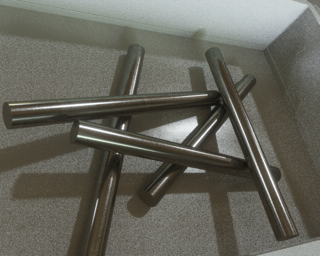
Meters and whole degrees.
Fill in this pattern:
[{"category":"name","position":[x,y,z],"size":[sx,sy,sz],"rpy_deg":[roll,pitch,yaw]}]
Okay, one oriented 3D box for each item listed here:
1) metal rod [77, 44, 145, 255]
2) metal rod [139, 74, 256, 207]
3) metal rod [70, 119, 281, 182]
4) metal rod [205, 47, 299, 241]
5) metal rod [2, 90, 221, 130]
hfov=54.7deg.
[{"category":"metal rod","position":[-0.051,0.009,0.372],"size":[0.025,0.025,0.300],"rpy_deg":[19,54,-17]},{"category":"metal rod","position":[0.071,-0.001,0.444],"size":[0.025,0.025,0.302],"rpy_deg":[44,51,2]},{"category":"metal rod","position":[0.043,0.036,0.374],"size":[0.302,0.025,0.025],"rpy_deg":[15,55,-32]},{"category":"metal rod","position":[0.114,0.000,0.426],"size":[0.025,0.025,0.299],"rpy_deg":[5,53,-26]},{"category":"metal rod","position":[-0.026,-0.029,0.377],"size":[0.302,0.025,0.025],"rpy_deg":[-9,66,-43]}]
